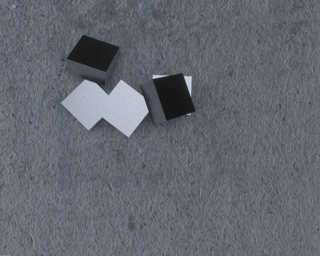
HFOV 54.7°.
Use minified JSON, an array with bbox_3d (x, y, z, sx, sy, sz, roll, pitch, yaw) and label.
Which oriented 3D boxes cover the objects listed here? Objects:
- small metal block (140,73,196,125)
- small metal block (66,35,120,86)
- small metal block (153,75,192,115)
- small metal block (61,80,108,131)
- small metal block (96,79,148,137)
[{"bbox_3d":[0.010,-0.035,0.374,0.050,0.025,0.050,-19,90,-40],"label":"small metal block"},{"bbox_3d":[-0.085,-0.088,0.398,0.050,0.025,0.050,19,53,-1],"label":"small metal block"},{"bbox_3d":[0.015,-0.043,0.411,0.050,0.025,0.050,2,90,-1],"label":"small metal block"},{"bbox_3d":[-0.092,-0.032,0.409,0.050,0.025,0.050,-45,91,0],"label":"small metal block"},{"bbox_3d":[-0.042,-0.024,0.384,0.050,0.025,0.050,38,90,-1],"label":"small metal block"}]
